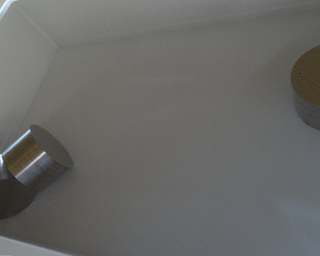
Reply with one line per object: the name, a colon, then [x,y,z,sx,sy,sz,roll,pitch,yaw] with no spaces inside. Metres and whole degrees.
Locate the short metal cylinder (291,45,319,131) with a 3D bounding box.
short metal cylinder: [0.181,-0.042,0.320,0.080,0.050,0.080,-13,56,21]

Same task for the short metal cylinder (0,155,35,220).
short metal cylinder: [-0.225,0.084,0.438,0.080,0.080,0.050,-41,51,0]

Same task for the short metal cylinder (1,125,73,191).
short metal cylinder: [-0.170,0.041,0.435,0.050,0.080,0.080,-41,51,0]
